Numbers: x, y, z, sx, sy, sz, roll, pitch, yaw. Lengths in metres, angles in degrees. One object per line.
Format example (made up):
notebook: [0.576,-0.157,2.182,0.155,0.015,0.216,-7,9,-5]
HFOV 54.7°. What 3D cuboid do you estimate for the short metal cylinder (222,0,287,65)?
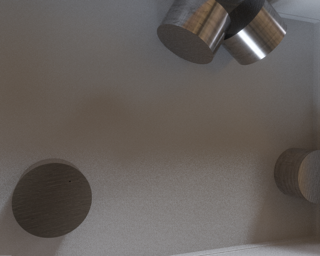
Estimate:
short metal cylinder: [0.124,-0.134,0.426,0.050,0.080,0.080,39,77,-24]

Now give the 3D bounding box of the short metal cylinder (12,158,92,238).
short metal cylinder: [-0.122,0.077,0.353,0.081,0.050,0.079,0,90,-21]

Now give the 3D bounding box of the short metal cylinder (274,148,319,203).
short metal cylinder: [0.228,0.072,0.484,0.081,0.050,0.079,0,90,-20]

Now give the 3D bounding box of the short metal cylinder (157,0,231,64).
short metal cylinder: [0.043,-0.126,0.398,0.080,0.080,0.050,32,80,-18]
